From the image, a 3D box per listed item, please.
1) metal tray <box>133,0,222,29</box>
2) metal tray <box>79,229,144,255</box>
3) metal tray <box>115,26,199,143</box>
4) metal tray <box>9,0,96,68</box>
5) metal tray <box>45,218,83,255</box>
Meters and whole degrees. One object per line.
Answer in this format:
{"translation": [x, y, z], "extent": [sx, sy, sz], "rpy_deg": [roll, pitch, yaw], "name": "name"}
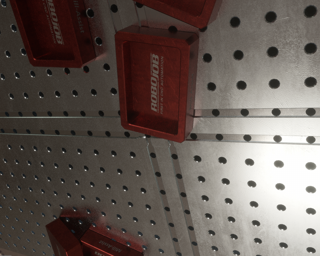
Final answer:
{"translation": [0.005, -0.165, 0.302], "extent": [0.130, 0.030, 0.089], "rpy_deg": [27, 128, 11], "name": "metal tray"}
{"translation": [-0.100, 0.266, 0.622], "extent": [0.130, 0.030, 0.089], "rpy_deg": [17, 125, 17], "name": "metal tray"}
{"translation": [-0.005, -0.051, 0.377], "extent": [0.090, 0.030, 0.129], "rpy_deg": [13, 124, 20], "name": "metal tray"}
{"translation": [-0.139, -0.143, 0.390], "extent": [0.090, 0.030, 0.129], "rpy_deg": [6, 122, 24], "name": "metal tray"}
{"translation": [-0.193, 0.263, 0.648], "extent": [0.090, 0.030, 0.129], "rpy_deg": [27, 132, 40], "name": "metal tray"}
